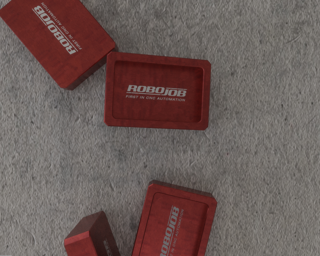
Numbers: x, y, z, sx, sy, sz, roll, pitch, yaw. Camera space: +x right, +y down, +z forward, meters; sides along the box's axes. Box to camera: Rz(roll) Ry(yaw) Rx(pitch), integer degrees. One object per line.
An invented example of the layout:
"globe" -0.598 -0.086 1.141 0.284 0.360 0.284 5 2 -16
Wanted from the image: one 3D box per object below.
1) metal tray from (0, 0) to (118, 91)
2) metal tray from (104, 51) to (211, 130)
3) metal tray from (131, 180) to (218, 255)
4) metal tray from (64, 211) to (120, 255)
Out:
"metal tray" -0.130 -0.126 0.406 0.090 0.030 0.130 -40 90 0
"metal tray" -0.003 -0.044 0.395 0.131 0.030 0.089 3 90 -11
"metal tray" 0.015 0.142 0.407 0.091 0.030 0.129 14 90 0
"metal tray" -0.068 0.177 0.376 0.030 0.090 0.129 -20 90 0
